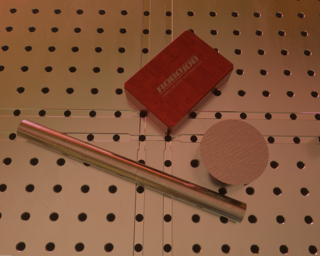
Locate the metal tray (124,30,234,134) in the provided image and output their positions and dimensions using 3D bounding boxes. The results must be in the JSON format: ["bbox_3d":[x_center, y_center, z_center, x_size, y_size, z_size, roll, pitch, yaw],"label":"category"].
[{"bbox_3d":[0.027,-0.066,0.434,0.090,0.030,0.130,43,75,13],"label":"metal tray"}]

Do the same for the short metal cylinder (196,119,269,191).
[{"bbox_3d":[0.087,0.035,0.387,0.081,0.050,0.080,0,70,0],"label":"short metal cylinder"}]

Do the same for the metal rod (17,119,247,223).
[{"bbox_3d":[-0.040,0.052,0.392,0.301,0.025,0.025,20,71,7],"label":"metal rod"}]
